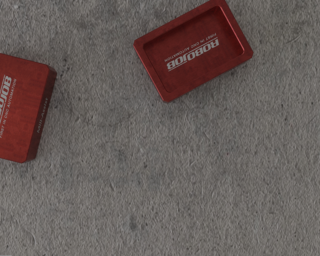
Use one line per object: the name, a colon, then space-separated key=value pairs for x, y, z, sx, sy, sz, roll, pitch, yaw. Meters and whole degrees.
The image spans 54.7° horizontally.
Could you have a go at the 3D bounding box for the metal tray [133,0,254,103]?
metal tray: x=0.042 y=-0.101 z=0.407 sx=0.130 sy=0.030 sz=0.090 roll=-28 pitch=90 yaw=0

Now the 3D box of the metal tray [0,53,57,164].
metal tray: x=-0.198 y=-0.027 z=0.406 sx=0.091 sy=0.030 sz=0.129 roll=14 pitch=90 yaw=0
